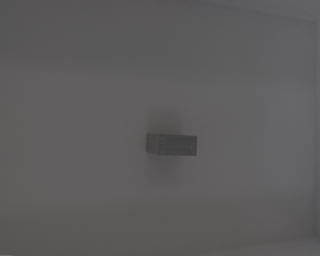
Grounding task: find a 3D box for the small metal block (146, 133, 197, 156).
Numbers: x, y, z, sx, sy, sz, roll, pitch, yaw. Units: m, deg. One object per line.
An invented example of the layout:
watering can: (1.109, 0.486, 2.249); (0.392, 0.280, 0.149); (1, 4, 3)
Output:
small metal block: (0.014, 0.021, 0.402); (0.050, 0.050, 0.025); (3, 89, -20)
